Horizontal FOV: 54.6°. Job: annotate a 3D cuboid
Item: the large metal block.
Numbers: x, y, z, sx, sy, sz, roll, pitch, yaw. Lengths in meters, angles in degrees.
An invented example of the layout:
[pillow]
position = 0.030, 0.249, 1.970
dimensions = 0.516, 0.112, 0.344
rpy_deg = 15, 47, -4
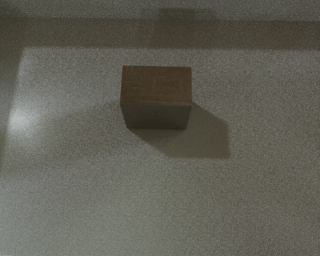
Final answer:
[large metal block]
position = -0.004, -0.035, 0.391
dimensions = 0.080, 0.080, 0.050
rpy_deg = 1, 70, 0
